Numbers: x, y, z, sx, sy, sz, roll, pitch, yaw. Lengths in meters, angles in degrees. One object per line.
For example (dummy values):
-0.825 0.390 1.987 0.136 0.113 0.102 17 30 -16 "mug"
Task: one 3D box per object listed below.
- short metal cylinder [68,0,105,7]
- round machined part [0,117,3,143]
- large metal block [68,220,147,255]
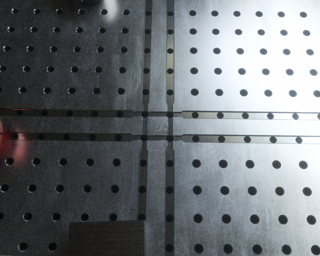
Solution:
-0.118 -0.240 0.485 0.081 0.050 0.080 0 70 0 "short metal cylinder"
-0.251 0.010 0.397 0.099 0.042 0.098 0 70 0 "round machined part"
-0.056 0.146 0.344 0.081 0.050 0.080 -2 70 -1 "large metal block"
